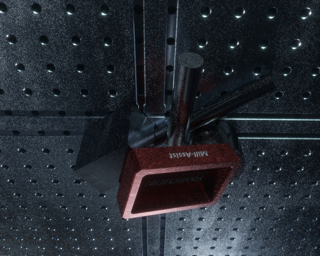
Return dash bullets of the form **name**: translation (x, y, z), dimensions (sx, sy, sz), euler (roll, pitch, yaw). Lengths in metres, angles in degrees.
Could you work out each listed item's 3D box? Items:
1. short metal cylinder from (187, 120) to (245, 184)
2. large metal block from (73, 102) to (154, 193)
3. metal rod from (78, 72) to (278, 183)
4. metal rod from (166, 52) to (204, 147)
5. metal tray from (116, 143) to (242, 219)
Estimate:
- **short metal cylinder**: translation (0.071, 0.035, 0.425), dimensions (0.081, 0.050, 0.079), euler (0, 130, 0)
- **large metal block**: translation (-0.055, 0.025, 0.395), dimensions (0.080, 0.080, 0.050), euler (-27, 125, 21)
- **metal rod**: translation (0.009, 0.008, 0.419), dimensions (0.300, 0.025, 0.025), euler (-27, 126, 20)
- **metal rod**: translation (0.019, 0.031, 0.409), dimensions (0.025, 0.025, 0.298), euler (3, 140, -3)
- **metal tray**: translation (0.021, 0.062, 0.369), dimensions (0.131, 0.030, 0.089), euler (-2, 133, -24)
